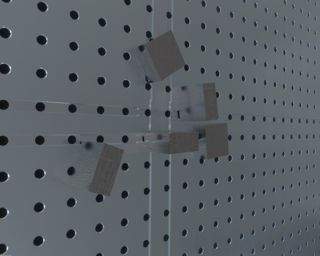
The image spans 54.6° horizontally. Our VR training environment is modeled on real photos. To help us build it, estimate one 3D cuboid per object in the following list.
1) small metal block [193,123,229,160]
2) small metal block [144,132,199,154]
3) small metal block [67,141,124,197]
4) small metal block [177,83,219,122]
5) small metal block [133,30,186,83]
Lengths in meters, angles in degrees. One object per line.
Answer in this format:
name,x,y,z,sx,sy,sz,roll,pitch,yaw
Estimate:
small metal block,0.078,0.019,0.473,0.050,0.025,0.050,-6,94,-40
small metal block,0.015,0.018,0.404,0.050,0.050,0.025,-2,92,-40
small metal block,-0.070,0.042,0.334,0.025,0.050,0.050,26,74,-37
small metal block,0.052,-0.036,0.435,0.025,0.050,0.050,-11,97,-39
small metal block,0.000,-0.094,0.408,0.050,0.025,0.050,-39,114,-33
